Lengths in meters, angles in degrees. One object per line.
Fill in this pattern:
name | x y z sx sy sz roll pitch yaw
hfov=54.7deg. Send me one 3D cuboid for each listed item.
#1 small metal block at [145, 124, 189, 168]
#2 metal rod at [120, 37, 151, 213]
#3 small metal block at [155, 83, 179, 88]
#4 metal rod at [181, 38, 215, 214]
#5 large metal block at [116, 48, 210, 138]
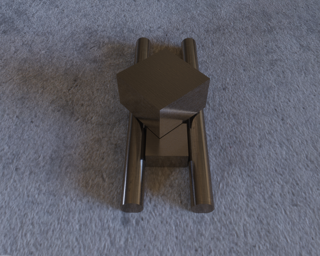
small metal block | 0.008 0.021 0.386 0.050 0.025 0.050 1 50 0
metal rod | -0.029 -0.028 0.429 0.025 0.025 0.300 1 50 0
small metal block | 0.009 -0.068 0.460 0.050 0.025 0.050 1 50 0
metal rod | 0.047 -0.028 0.429 0.025 0.025 0.300 1 50 0
large metal block | 0.004 -0.047 0.393 0.080 0.050 0.080 -34 58 -25
